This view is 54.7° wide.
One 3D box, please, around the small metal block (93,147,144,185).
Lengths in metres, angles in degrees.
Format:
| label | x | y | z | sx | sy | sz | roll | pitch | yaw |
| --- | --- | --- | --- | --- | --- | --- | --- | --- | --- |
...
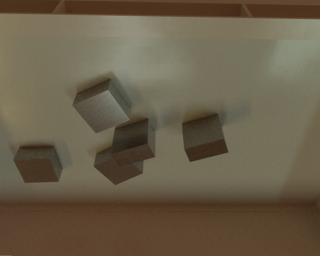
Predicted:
| label | x | y | z | sx | sy | sz | roll | pitch | yaw |
| --- | --- | --- | --- | --- | --- | --- | --- | --- | --- |
| small metal block | -0.059 | 0.052 | 0.453 | 0.050 | 0.025 | 0.050 | -26 | 126 | 20 |

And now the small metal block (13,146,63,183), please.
| label | x | y | z | sx | sy | sz | roll | pitch | yaw |
| --- | --- | --- | --- | --- | --- | --- | --- | --- | --- |
| small metal block | -0.176 | 0.054 | 0.452 | 0.050 | 0.025 | 0.050 | -2 | 130 | 1 |

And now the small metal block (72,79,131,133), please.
| label | x | y | z | sx | sy | sz | roll | pitch | yaw |
| --- | --- | --- | --- | --- | --- | --- | --- | --- | --- |
| small metal block | -0.071 | -0.026 | 0.386 | 0.050 | 0.025 | 0.050 | -21 | 128 | 16 |

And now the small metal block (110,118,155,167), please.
| label | x | y | z | sx | sy | sz | roll | pitch | yaw |
| --- | --- | --- | --- | --- | --- | --- | --- | --- | --- |
| small metal block | -0.034 | 0.019 | 0.408 | 0.050 | 0.050 | 0.025 | -17 | 128 | 13 |

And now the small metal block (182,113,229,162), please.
| label | x | y | z | sx | sy | sz | roll | pitch | yaw |
| --- | --- | --- | --- | --- | --- | --- | --- | --- | --- |
| small metal block | 0.058 | 0.012 | 0.404 | 0.050 | 0.050 | 0.025 | -16 | 129 | 12 |
